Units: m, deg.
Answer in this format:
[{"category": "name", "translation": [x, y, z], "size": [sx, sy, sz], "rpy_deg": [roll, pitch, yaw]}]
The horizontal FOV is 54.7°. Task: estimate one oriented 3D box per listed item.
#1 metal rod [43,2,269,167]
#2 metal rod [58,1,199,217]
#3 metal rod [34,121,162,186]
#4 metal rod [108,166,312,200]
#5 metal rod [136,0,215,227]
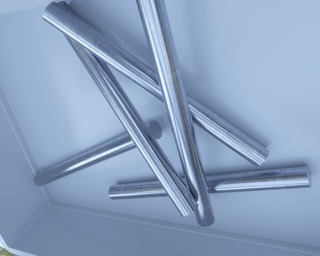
[{"category": "metal rod", "translation": [-0.003, -0.050, 0.362], "size": [0.301, 0.025, 0.025], "rpy_deg": [34, 129, -2]}, {"category": "metal rod", "translation": [-0.045, -0.023, 0.383], "size": [0.025, 0.025, 0.299], "rpy_deg": [-33, 90, 38]}, {"category": "metal rod", "translation": [-0.117, 0.051, 0.501], "size": [0.299, 0.025, 0.025], "rpy_deg": [-23, 106, 36]}, {"category": "metal rod", "translation": [0.047, 0.081, 0.434], "size": [0.300, 0.025, 0.025], "rpy_deg": [-12, 113, 33]}, {"category": "metal rod", "translation": [0.026, 0.000, 0.350], "size": [0.025, 0.025, 0.298], "rpy_deg": [0, 123, 28]}]
